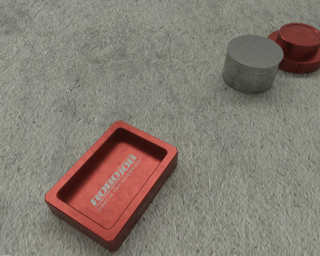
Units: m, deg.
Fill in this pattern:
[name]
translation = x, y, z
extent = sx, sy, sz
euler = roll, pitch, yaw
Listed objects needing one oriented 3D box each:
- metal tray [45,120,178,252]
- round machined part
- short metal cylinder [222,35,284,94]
[metal tray]
translation = -0.049, 0.058, 0.350
extent = 0.090, 0.030, 0.130
euler = 26, 54, 20
[round machined part]
translation = 0.225, -0.137, 0.509
extent = 0.099, 0.042, 0.098
euler = 0, 50, 0
[short metal cylinder]
translation = 0.139, -0.097, 0.470
extent = 0.081, 0.050, 0.080
euler = 0, 50, 0
